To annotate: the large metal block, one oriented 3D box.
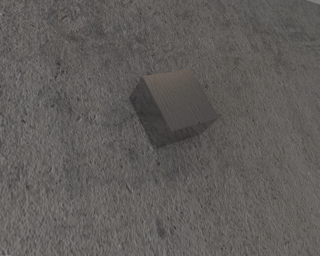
[{"bbox_3d":[0.018,-0.027,0.413,0.081,0.050,0.080,-15,70,-34],"label":"large metal block"}]
